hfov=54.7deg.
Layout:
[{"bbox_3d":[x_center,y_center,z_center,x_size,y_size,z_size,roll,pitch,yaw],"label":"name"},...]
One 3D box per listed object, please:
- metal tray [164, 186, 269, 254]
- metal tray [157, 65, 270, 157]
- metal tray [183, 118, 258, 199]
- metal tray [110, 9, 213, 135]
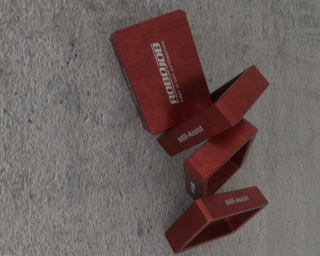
[{"bbox_3d":[0.081,0.126,0.433,0.131,0.089,0.030,0,46,-40],"label":"metal tray"},{"bbox_3d":[0.061,-0.018,0.382,0.030,0.129,0.090,50,54,-4],"label":"metal tray"},{"bbox_3d":[0.075,0.047,0.399,0.090,0.030,0.130,-41,157,-13],"label":"metal tray"},{"bbox_3d":[0.004,-0.068,0.383,0.091,0.030,0.129,-24,107,-13],"label":"metal tray"}]
